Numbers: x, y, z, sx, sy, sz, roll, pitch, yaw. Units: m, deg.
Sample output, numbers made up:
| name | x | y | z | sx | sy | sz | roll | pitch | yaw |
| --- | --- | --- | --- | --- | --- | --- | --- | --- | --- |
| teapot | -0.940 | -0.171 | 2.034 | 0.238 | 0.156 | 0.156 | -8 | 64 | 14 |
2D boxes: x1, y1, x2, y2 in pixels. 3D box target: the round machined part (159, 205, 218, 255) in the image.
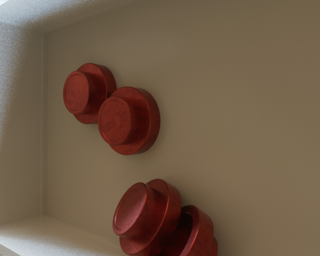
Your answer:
| name | x | y | z | sx | sy | sz | roll | pitch | yaw |
| --- | --- | --- | --- | --- | --- | --- | --- | --- | --- |
| round machined part | 0.027 | 0.140 | 0.350 | 0.042 | 0.098 | 0.098 | 39 | 121 | -10 |

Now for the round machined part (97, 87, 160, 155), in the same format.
| name | x | y | z | sx | sy | sz | roll | pitch | yaw |
| --- | --- | --- | --- | --- | --- | --- | --- | --- | --- |
| round machined part | -0.050 | -0.010 | 0.438 | 0.098 | 0.042 | 0.097 | 0 | 90 | 40 |

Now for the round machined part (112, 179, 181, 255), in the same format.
| name | x | y | z | sx | sy | sz | roll | pitch | yaw |
| --- | --- | --- | --- | --- | --- | --- | --- | --- | --- |
| round machined part | -0.022 | 0.106 | 0.381 | 0.098 | 0.042 | 0.098 | -43 | 26 | 28 |

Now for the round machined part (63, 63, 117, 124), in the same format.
| name | x | y | z | sx | sy | sz | roll | pitch | yaw |
| --- | --- | --- | --- | --- | --- | --- | --- | --- | --- |
| round machined part | -0.117 | -0.055 | 0.493 | 0.098 | 0.042 | 0.097 | 0 | 90 | 40 |
